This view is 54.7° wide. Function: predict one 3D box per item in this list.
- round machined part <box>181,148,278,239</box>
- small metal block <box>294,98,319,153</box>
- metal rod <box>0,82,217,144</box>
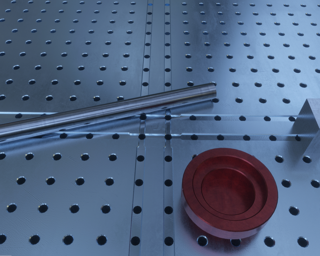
[{"bbox_3d":[0.072,0.073,0.336,0.099,0.042,0.098,0,50,0],"label":"round machined part"},{"bbox_3d":[0.199,-0.003,0.396,0.025,0.050,0.050,1,50,0],"label":"small metal block"},{"bbox_3d":[-0.067,-0.023,0.425,0.302,0.025,0.025,-12,51,-11],"label":"metal rod"}]
